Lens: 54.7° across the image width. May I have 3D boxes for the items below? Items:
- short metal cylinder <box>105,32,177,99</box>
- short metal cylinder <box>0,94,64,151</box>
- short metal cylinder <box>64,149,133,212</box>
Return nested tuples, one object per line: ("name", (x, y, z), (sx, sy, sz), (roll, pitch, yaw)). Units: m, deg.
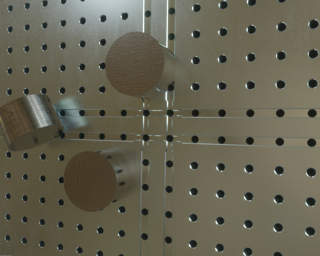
("short metal cylinder", (-0.024, -0.080, 0.408), (0.080, 0.050, 0.079), (0, 90, 20))
("short metal cylinder", (-0.188, -0.007, 0.450), (0.080, 0.080, 0.050), (-31, 80, 17))
("short metal cylinder", (-0.084, 0.070, 0.429), (0.080, 0.050, 0.079), (0, 90, 20))
